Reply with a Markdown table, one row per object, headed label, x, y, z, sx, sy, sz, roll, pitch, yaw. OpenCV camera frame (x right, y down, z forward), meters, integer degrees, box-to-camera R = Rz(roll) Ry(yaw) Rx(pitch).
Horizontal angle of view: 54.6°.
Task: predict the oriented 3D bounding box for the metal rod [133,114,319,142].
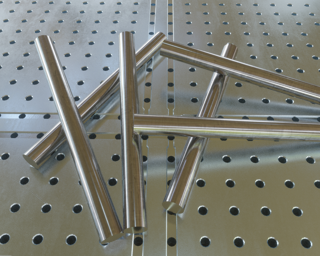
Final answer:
| label | x | y | z | sx | sy | sz | roll | pitch | yaw |
| --- | --- | --- | --- | --- | --- | --- | --- | --- | --- |
| metal rod | 0.119 | 0.002 | 0.383 | 0.302 | 0.025 | 0.025 | 3 | 50 | -7 |

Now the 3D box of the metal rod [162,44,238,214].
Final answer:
| label | x | y | z | sx | sy | sz | roll | pitch | yaw |
| --- | --- | --- | --- | --- | --- | --- | --- | --- | --- |
| metal rod | 0.066 | -0.022 | 0.426 | 0.025 | 0.025 | 0.301 | 16 | 52 | 13 |

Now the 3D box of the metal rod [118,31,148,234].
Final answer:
| label | x | y | z | sx | sy | sz | roll | pitch | yaw |
| --- | --- | --- | --- | --- | --- | --- | --- | --- | --- |
| metal rod | -0.039 | -0.018 | 0.403 | 0.025 | 0.025 | 0.300 | -4 | 56 | -3 |

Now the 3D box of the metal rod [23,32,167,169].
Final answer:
| label | x | y | z | sx | sy | sz | roll | pitch | yaw |
| --- | --- | --- | --- | --- | --- | --- | --- | --- | --- |
| metal rod | -0.077 | -0.058 | 0.455 | 0.025 | 0.025 | 0.301 | 25 | 54 | 20 |

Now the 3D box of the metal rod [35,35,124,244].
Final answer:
| label | x | y | z | sx | sy | sz | roll | pitch | yaw |
| --- | --- | --- | --- | --- | --- | --- | --- | --- | --- |
| metal rod | -0.109 | -0.006 | 0.382 | 0.025 | 0.025 | 0.299 | -19 | 62 | -15 |

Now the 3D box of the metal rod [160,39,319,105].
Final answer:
| label | x | y | z | sx | sy | sz | roll | pitch | yaw |
| --- | --- | --- | --- | --- | --- | --- | --- | --- | --- |
| metal rod | 0.146 | -0.072 | 0.444 | 0.301 | 0.025 | 0.025 | 18 | 52 | 5 |
